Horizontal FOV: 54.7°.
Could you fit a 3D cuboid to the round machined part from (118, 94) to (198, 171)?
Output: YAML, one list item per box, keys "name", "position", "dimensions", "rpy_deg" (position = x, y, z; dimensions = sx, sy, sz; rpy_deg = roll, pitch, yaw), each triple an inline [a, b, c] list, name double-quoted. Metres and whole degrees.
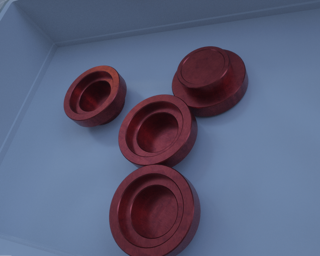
- name: "round machined part"
  position: [0.001, 0.010, 0.389]
  dimensions: [0.098, 0.042, 0.098]
  rpy_deg: [-13, 56, 21]

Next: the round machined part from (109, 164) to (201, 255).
- name: "round machined part"
  position: [-0.002, 0.092, 0.337]
  dimensions: [0.098, 0.042, 0.098]
  rpy_deg: [-12, 60, 22]

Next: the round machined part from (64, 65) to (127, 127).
- name: "round machined part"
  position: [-0.093, -0.043, 0.470]
  dimensions: [0.098, 0.042, 0.098]
  rpy_deg: [-13, 56, 21]

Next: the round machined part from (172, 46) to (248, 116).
- name: "round machined part"
  position: [0.061, -0.067, 0.401]
  dimensions: [0.098, 0.042, 0.098]
  rpy_deg: [-13, 54, 19]
